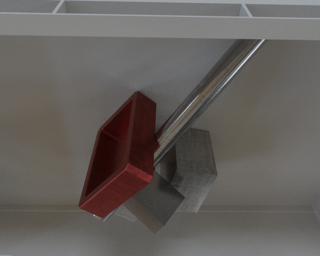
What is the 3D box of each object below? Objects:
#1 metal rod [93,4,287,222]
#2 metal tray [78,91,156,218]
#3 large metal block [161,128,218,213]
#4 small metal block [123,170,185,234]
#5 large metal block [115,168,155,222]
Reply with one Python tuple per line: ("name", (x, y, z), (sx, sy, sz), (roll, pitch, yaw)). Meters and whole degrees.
("metal rod", (0.022, -0.006, 0.344), (0.025, 0.025, 0.299), (34, 105, -26))
("metal tray", (-0.046, 0.026, 0.360), (0.030, 0.130, 0.090), (34, 123, -24))
("large metal block", (0.035, 0.055, 0.420), (0.050, 0.080, 0.079), (10, 129, -9))
("small metal block", (-0.006, 0.087, 0.367), (0.050, 0.050, 0.025), (42, 133, 6))
("large metal block", (-0.054, 0.073, 0.434), (0.080, 0.080, 0.050), (29, 124, -23))
